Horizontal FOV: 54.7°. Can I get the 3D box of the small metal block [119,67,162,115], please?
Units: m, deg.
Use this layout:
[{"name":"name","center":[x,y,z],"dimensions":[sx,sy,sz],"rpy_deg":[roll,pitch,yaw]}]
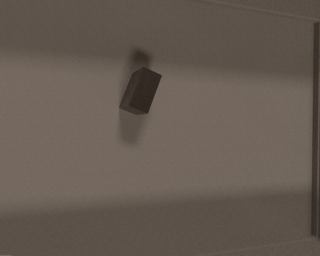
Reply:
[{"name":"small metal block","center":[-0.026,-0.045,0.389],"dimensions":[0.025,0.050,0.050],"rpy_deg":[22,83,-19]}]
